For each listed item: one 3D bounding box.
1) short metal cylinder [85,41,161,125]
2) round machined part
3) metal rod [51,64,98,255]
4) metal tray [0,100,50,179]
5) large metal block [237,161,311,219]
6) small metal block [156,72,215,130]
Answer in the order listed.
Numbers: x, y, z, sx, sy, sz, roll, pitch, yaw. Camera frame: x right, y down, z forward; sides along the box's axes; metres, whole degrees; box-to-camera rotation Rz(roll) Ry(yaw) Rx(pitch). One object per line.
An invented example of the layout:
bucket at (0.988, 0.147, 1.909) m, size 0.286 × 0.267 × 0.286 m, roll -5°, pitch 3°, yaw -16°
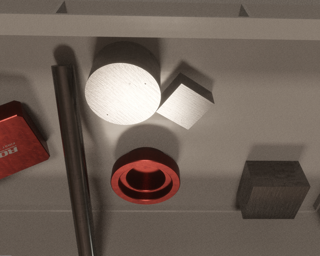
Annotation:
short metal cylinder at (-0.040, -0.050, 0.350) m, size 0.081 × 0.050 × 0.079 m, roll 0°, pitch 130°, yaw 0°
round machined part at (-0.020, 0.066, 0.454) m, size 0.099 × 0.042 × 0.097 m, roll -1°, pitch 130°, yaw 0°
metal rod at (-0.104, 0.071, 0.394) m, size 0.025 × 0.025 × 0.298 m, roll -2°, pitch 107°, yaw 1°
metal tray at (-0.219, 0.028, 0.387) m, size 0.131 × 0.030 × 0.090 m, roll -23°, pitch 139°, yaw -11°
large metal block at (0.170, 0.096, 0.477) m, size 0.081 × 0.050 × 0.079 m, roll 0°, pitch 130°, yaw -1°
small metal block at (0.030, -0.032, 0.382) m, size 0.050 × 0.025 × 0.050 m, roll 29°, pitch 124°, yaw -23°
